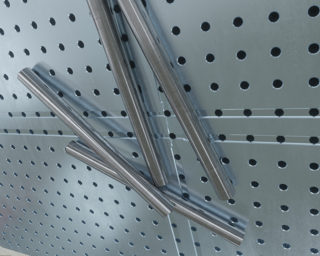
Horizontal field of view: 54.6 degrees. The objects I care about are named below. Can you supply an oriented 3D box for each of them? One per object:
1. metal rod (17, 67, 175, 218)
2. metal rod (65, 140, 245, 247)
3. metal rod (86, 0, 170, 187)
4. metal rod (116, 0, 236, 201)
[{"bbox_3d":[-0.096,0.019,0.458,0.300,0.025,0.025,43,129,5],"label":"metal rod"},{"bbox_3d":[-0.015,0.095,0.478,0.301,0.025,0.025,26,128,12],"label":"metal rod"},{"bbox_3d":[-0.041,-0.051,0.401,0.025,0.025,0.299,-4,117,30],"label":"metal rod"},{"bbox_3d":[0.022,-0.036,0.377,0.025,0.025,0.299,-17,110,35],"label":"metal rod"}]
